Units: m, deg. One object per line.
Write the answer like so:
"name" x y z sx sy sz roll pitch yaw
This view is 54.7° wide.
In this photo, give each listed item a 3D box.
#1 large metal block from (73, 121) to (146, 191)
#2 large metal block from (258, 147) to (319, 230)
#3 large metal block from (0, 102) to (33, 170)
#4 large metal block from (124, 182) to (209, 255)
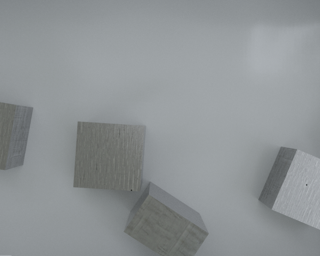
"large metal block" -0.062 0.034 0.398 0.081 0.050 0.079 4 90 -1
"large metal block" 0.188 0.078 0.402 0.080 0.050 0.080 23 90 -1
"large metal block" -0.219 0.005 0.396 0.080 0.050 0.080 10 90 -1
"large metal block" 0.007 0.116 0.384 0.080 0.080 0.050 33 90 -1
